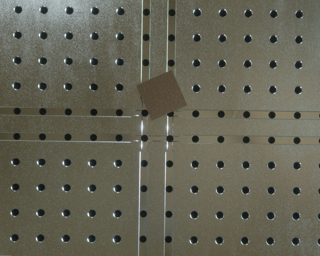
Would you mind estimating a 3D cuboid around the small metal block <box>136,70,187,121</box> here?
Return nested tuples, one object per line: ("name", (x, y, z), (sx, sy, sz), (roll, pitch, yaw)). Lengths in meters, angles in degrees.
("small metal block", (0.002, -0.043, 0.413), (0.050, 0.025, 0.050), (-24, 90, 0))
